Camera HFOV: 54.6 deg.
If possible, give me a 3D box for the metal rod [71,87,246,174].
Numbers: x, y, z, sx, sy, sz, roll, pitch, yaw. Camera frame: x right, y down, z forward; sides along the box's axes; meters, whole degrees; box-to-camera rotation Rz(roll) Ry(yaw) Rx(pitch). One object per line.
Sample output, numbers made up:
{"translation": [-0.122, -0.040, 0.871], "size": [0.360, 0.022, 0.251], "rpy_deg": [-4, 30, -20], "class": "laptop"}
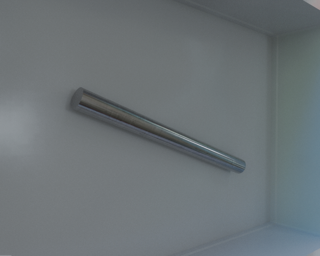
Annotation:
{"translation": [0.021, 0.016, 0.421], "size": [0.302, 0.025, 0.025], "rpy_deg": [23, 75, -37], "class": "metal rod"}
